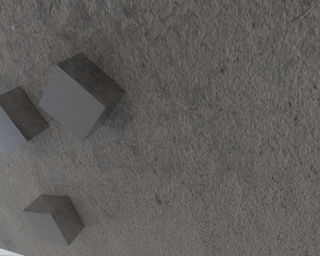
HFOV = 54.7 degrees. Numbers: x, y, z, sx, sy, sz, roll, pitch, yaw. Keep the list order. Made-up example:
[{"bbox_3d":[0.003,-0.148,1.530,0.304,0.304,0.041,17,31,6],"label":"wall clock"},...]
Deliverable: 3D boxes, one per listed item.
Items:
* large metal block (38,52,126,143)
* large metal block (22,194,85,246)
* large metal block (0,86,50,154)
[{"bbox_3d":[-0.107,-0.041,0.422,0.080,0.050,0.080,41,129,0],"label":"large metal block"},{"bbox_3d":[-0.209,0.181,0.613,0.080,0.050,0.080,-5,116,30],"label":"large metal block"},{"bbox_3d":[-0.245,-0.012,0.513,0.080,0.050,0.080,-22,107,36],"label":"large metal block"}]
